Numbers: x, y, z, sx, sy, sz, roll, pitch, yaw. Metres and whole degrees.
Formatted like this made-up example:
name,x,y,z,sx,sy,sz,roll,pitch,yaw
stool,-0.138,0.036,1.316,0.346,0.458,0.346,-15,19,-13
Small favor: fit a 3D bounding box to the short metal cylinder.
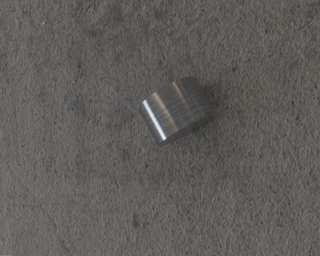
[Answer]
name,x,y,z,sx,sy,sz,roll,pitch,yaw
short metal cylinder,0.022,-0.019,0.372,0.080,0.080,0.050,-31,80,17
